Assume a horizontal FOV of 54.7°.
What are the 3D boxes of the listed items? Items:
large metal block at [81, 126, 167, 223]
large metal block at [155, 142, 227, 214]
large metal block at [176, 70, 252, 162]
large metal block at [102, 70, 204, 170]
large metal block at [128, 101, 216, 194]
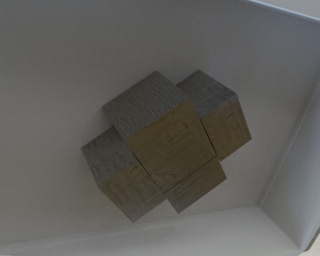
[{"bbox_3d":[-0.045,0.056,0.383,0.050,0.080,0.080,-35,129,-5],"label":"large metal block"},{"bbox_3d":[0.030,0.055,0.425,0.080,0.080,0.050,-35,129,-6],"label":"large metal block"},{"bbox_3d":[0.064,-0.017,0.398,0.050,0.080,0.080,-35,129,-5],"label":"large metal block"},{"bbox_3d":[-0.010,-0.012,0.360,0.080,0.080,0.050,-35,129,-6],"label":"large metal block"},{"bbox_3d":[0.010,0.021,0.392,0.080,0.080,0.050,-35,129,-6],"label":"large metal block"}]
